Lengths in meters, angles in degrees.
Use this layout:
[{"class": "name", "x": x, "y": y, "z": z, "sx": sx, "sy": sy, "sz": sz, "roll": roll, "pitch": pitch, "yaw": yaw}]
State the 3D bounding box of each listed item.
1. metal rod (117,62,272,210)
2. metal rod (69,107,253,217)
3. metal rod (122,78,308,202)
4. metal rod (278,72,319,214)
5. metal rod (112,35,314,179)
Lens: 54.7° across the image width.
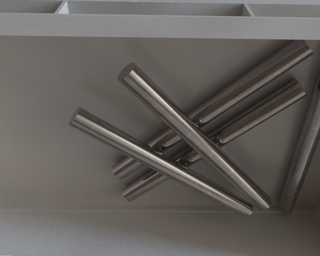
[{"class": "metal rod", "x": 0.062, "y": 0.027, "z": 0.398, "sx": 0.025, "sy": 0.025, "sz": 0.300, "roll": -33, "pitch": 123, "yaw": 25}, {"class": "metal rod", "x": 0.018, "y": 0.057, "z": 0.422, "sx": 0.301, "sy": 0.025, "sz": 0.025, "roll": 31, "pitch": 124, "yaw": -24}, {"class": "metal rod", "x": 0.059, "y": 0.029, "z": 0.433, "sx": 0.299, "sy": 0.025, "sz": 0.025, "roll": -35, "pitch": 122, "yaw": 26}, {"class": "metal rod", "x": 0.204, "y": 0.021, "z": 0.428, "sx": 0.025, "sy": 0.025, "sz": 0.298, "roll": -3, "pitch": 130, "yaw": 2}, {"class": "metal rod", "x": 0.048, "y": -0.012, "z": 0.398, "sx": 0.299, "sy": 0.025, "sz": 0.025, "roll": -35, "pitch": 122, "yaw": 26}]
